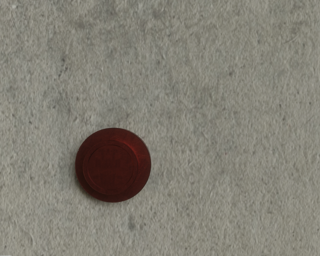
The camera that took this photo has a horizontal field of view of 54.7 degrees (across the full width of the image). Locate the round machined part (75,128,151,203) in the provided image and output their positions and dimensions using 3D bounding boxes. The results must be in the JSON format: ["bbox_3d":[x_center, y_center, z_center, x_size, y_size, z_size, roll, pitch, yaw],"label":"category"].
[{"bbox_3d":[-0.061,0.048,0.401,0.099,0.042,0.097,0,90,-1],"label":"round machined part"}]
